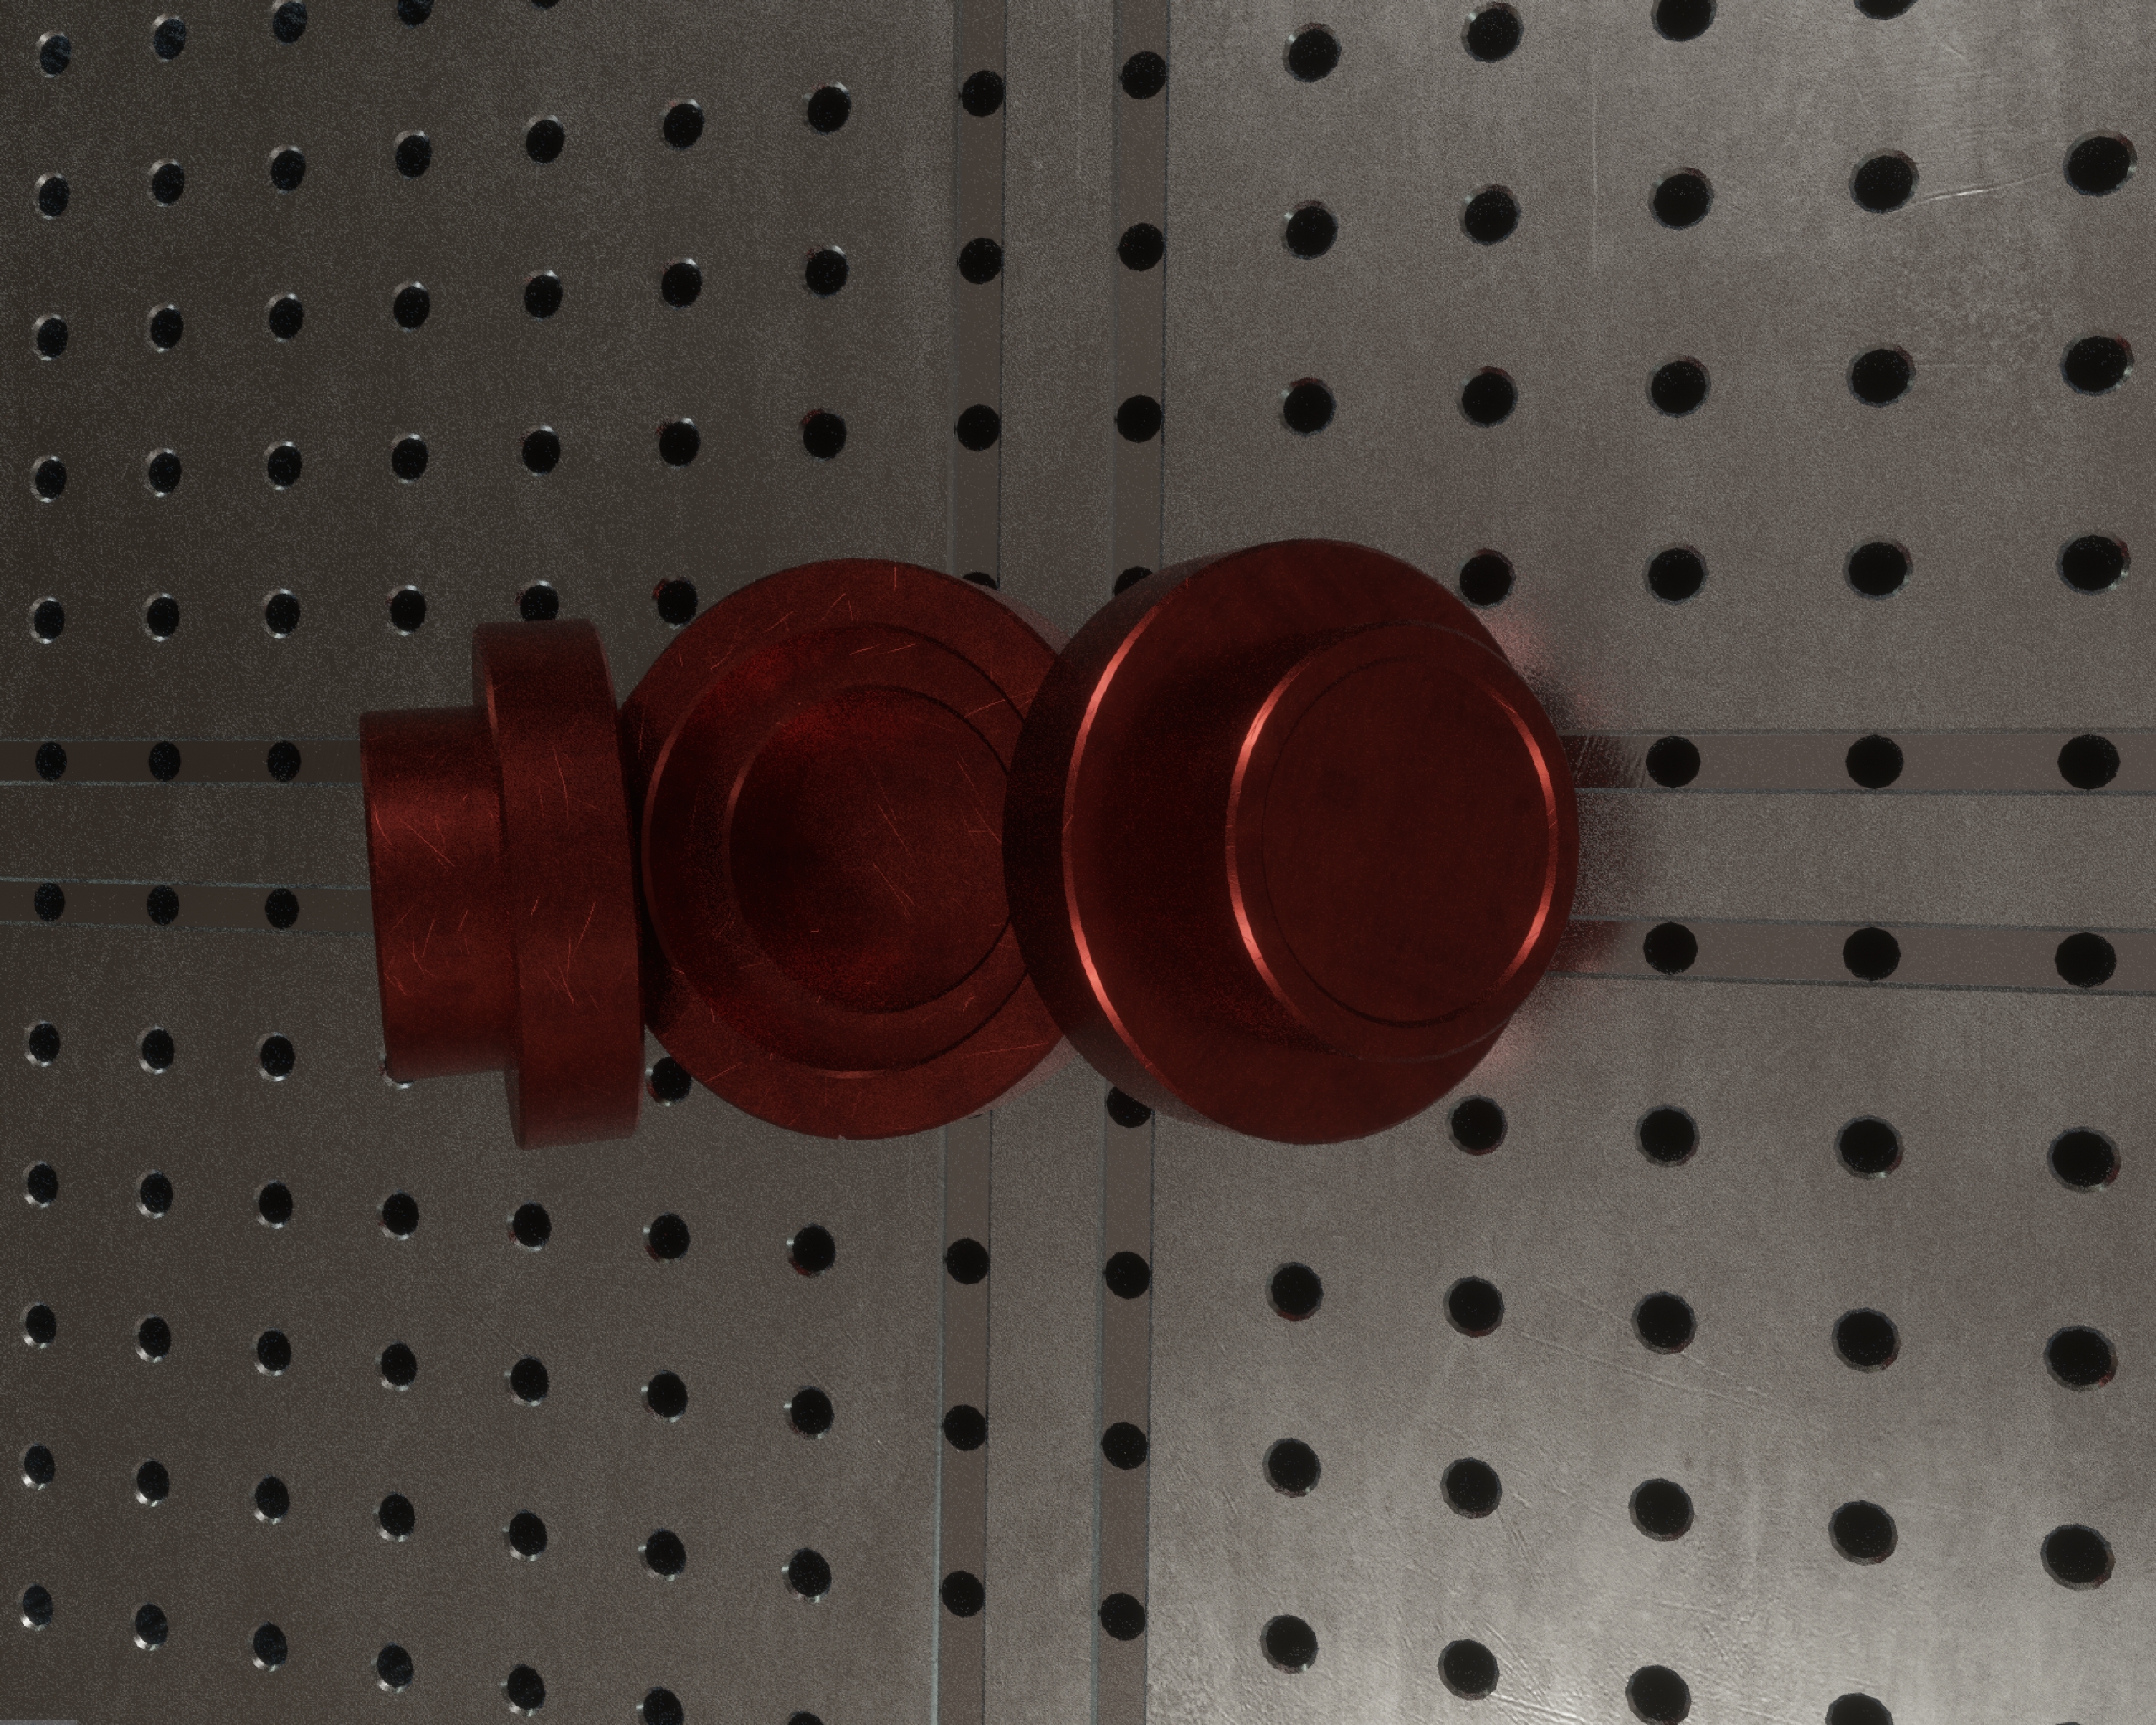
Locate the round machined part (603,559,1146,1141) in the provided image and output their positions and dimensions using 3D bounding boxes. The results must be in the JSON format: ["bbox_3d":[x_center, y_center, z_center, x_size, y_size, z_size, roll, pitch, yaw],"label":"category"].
[{"bbox_3d":[-0.032,-0.002,0.368,0.098,0.042,0.097,0,90,19],"label":"round machined part"}]

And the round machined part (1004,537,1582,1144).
[{"bbox_3d":[0.041,-0.003,0.334,0.042,0.099,0.097,0,90,60],"label":"round machined part"}]

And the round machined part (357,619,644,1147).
[{"bbox_3d":[-0.108,0.004,0.386,0.042,0.098,0.097,-5,88,-18],"label":"round machined part"}]

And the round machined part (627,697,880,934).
[{"bbox_3d":[-0.059,-0.003,0.423,0.098,0.042,0.097,0,90,19],"label":"round machined part"}]

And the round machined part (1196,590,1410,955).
[{"bbox_3d":[0.034,-0.003,0.391,0.098,0.042,0.097,0,90,19],"label":"round machined part"}]
